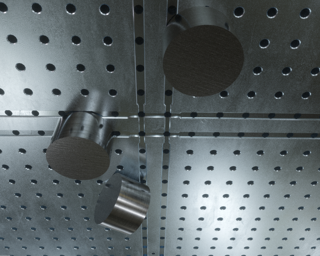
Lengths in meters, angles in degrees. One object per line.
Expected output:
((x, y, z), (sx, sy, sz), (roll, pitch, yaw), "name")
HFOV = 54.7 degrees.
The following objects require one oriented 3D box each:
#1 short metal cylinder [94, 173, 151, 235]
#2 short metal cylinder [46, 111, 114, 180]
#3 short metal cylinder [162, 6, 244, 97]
((-0.058, 0.115, 0.473), (0.050, 0.080, 0.080), (29, 124, -23), "short metal cylinder")
((-0.105, 0.025, 0.415), (0.081, 0.050, 0.079), (0, 130, 0), "short metal cylinder")
((0.043, -0.080, 0.328), (0.081, 0.050, 0.079), (0, 130, 0), "short metal cylinder")
